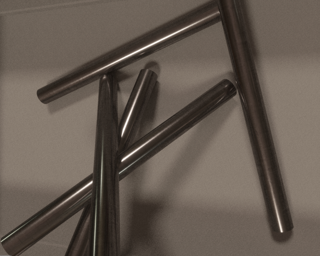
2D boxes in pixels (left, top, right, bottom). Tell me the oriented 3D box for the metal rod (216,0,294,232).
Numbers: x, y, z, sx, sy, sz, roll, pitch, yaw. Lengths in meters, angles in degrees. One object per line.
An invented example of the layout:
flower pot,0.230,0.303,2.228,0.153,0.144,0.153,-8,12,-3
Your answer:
metal rod,0.107,-0.029,0.357,0.025,0.025,0.298,-13,91,19

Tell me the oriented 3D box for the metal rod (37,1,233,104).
metal rod,-0.045,-0.100,0.425,0.300,0.025,0.025,-21,83,18

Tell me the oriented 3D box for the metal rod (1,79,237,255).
metal rod,-0.033,0.035,0.347,0.301,0.025,0.025,-36,77,-14

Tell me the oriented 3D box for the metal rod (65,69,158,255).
metal rod,-0.062,0.060,0.365,0.025,0.025,0.300,12,68,19

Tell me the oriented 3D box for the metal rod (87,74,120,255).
metal rod,-0.056,0.030,0.324,0.025,0.025,0.300,-31,37,17
